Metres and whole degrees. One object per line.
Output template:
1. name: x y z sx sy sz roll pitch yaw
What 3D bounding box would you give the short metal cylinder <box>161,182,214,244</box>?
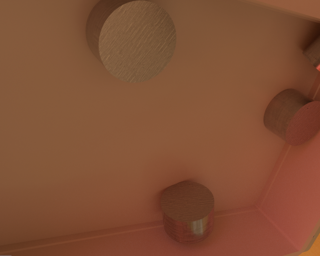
1. short metal cylinder: 0.043 0.129 0.479 0.081 0.080 0.050 -19 126 -18

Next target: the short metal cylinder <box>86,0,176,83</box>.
1. short metal cylinder: -0.030 -0.093 0.319 0.081 0.050 0.079 -14 125 -21

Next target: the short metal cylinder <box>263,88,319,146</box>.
1. short metal cylinder: 0.218 -0.018 0.504 0.081 0.050 0.079 -14 125 -21

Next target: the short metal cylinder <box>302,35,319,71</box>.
1. short metal cylinder: 0.255 -0.102 0.444 0.081 0.080 0.050 14 130 -34
